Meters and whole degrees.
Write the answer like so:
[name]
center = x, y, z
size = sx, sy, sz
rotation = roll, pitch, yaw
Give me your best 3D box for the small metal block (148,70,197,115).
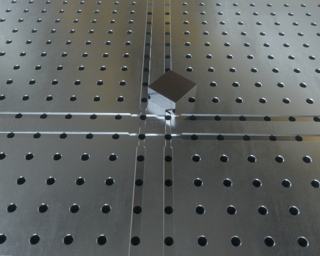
[small metal block]
center = 0.018, -0.053, 0.453
size = 0.050, 0.025, 0.050
rotation = 33, 57, 24
